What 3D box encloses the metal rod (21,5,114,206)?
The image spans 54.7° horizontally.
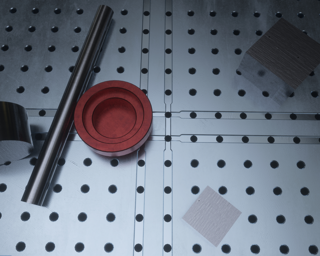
[{"bbox_3d":[-0.120,-0.044,0.426,0.025,0.025,0.299,14,70,4],"label":"metal rod"}]

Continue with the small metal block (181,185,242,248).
[{"bbox_3d":[0.061,0.106,0.374,0.050,0.025,0.050,38,74,12],"label":"small metal block"}]

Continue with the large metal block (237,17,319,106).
[{"bbox_3d":[0.170,-0.093,0.435,0.080,0.050,0.080,42,75,13],"label":"large metal block"}]

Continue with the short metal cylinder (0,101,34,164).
[{"bbox_3d":[-0.201,0.009,0.377,0.081,0.080,0.050,-16,71,-6],"label":"short metal cylinder"}]

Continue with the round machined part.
[{"bbox_3d":[-0.059,-0.010,0.406,0.099,0.042,0.098,0,70,-1],"label":"round machined part"}]
